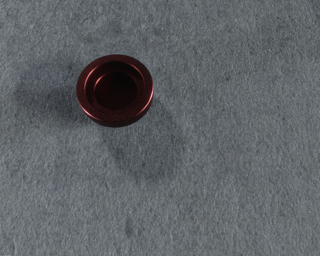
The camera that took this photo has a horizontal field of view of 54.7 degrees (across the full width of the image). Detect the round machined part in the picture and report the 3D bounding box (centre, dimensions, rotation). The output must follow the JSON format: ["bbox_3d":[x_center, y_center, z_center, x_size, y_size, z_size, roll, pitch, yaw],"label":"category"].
[{"bbox_3d":[-0.058,-0.046,0.415,0.099,0.042,0.098,0,70,-1],"label":"round machined part"}]
